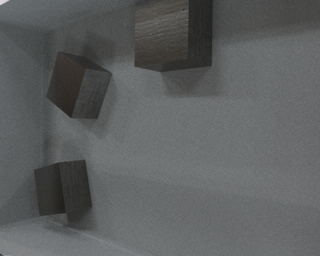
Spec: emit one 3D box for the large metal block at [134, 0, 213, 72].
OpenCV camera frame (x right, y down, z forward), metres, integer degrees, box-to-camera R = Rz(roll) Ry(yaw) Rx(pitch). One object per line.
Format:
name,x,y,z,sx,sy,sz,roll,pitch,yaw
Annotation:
large metal block,0.016,-0.115,0.378,0.080,0.050,0.079,2,91,40

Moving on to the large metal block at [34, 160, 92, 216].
large metal block,-0.166,0.102,0.528,0.080,0.050,0.080,-18,79,38

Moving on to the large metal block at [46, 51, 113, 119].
large metal block,-0.132,-0.068,0.500,0.080,0.050,0.079,34,111,35
